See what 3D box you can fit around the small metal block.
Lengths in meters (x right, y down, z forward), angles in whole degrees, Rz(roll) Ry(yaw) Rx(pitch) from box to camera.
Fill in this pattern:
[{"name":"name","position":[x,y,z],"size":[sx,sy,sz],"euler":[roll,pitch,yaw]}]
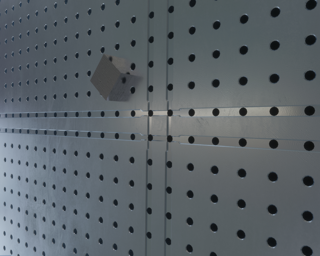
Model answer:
[{"name":"small metal block","position":[-0.074,-0.076,0.472],"size":[0.050,0.025,0.050],"euler":[49,119,29]}]
